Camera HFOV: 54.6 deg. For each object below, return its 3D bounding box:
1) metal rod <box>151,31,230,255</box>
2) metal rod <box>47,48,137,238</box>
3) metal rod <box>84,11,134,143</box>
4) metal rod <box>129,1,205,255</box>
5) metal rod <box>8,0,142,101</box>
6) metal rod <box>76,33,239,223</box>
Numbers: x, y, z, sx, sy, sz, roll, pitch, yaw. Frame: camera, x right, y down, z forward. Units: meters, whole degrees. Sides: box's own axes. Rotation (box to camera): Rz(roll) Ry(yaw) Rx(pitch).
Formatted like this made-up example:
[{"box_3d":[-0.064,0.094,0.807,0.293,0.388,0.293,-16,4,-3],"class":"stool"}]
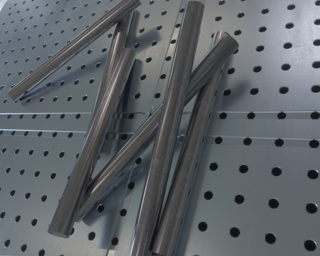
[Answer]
[{"box_3d":[0.046,0.002,0.383,0.025,0.025,0.300,4,63,30],"class":"metal rod"},{"box_3d":[-0.083,-0.002,0.430,0.025,0.025,0.300,-4,53,26],"class":"metal rod"},{"box_3d":[-0.079,-0.101,0.512,0.025,0.025,0.300,-6,59,25],"class":"metal rod"},{"box_3d":[0.011,-0.006,0.360,0.025,0.025,0.299,7,80,31],"class":"metal rod"},{"box_3d":[-0.160,-0.142,0.560,0.300,0.025,0.025,-33,51,14],"class":"metal rod"},{"box_3d":[-0.011,0.002,0.393,0.300,0.025,0.025,-48,51,2],"class":"metal rod"}]
